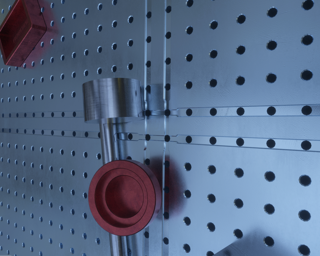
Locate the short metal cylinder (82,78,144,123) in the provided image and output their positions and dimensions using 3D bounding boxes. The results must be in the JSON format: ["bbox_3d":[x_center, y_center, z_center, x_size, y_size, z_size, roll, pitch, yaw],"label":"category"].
[{"bbox_3d":[-0.064,-0.035,0.424,0.080,0.081,0.050,-8,85,39],"label":"short metal cylinder"}]

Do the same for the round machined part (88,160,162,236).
[{"bbox_3d":[-0.044,0.091,0.420,0.098,0.042,0.097,-2,85,20],"label":"round machined part"}]

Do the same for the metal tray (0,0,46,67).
[{"bbox_3d":[-0.289,-0.200,0.640,0.130,0.030,0.090,-35,69,34],"label":"metal tray"}]

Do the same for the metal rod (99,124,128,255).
[{"bbox_3d":[-0.066,0.127,0.461,0.025,0.025,0.298,-10,84,39],"label":"metal rod"}]

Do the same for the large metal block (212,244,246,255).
[{"bbox_3d":[0.075,0.174,0.310,0.080,0.081,0.050,33,111,35],"label":"large metal block"}]
